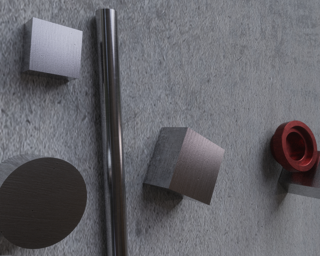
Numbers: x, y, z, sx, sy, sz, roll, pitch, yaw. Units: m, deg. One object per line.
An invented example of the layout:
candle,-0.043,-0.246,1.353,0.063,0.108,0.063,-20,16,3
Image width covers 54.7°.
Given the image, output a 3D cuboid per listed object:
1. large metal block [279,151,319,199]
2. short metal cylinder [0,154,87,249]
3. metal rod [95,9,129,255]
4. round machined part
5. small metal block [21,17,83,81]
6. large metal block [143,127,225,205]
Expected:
large metal block,0.299,0.091,0.623,0.050,0.080,0.080,45,63,-34
short metal cylinder,-0.117,0.065,0.291,0.081,0.050,0.079,0,90,-40
metal rod,-0.055,0.016,0.359,0.025,0.025,0.298,-4,93,-40
round machined part,0.254,0.037,0.600,0.099,0.042,0.098,6,77,-27
small metal block,-0.109,-0.078,0.314,0.050,0.025,0.050,5,87,-40
large metal block,0.034,0.051,0.420,0.080,0.050,0.080,30,71,-36
